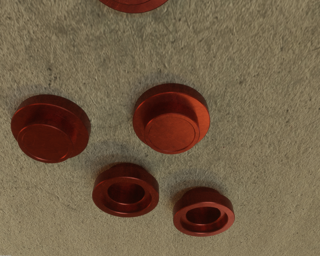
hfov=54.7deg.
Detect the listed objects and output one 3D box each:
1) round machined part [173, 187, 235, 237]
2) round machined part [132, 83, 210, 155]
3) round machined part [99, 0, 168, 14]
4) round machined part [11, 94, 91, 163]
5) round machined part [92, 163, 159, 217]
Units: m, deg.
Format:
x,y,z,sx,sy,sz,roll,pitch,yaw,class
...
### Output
x,y,z,sx,sy,sz,roll,pitch,yaw,class
0.070,0.135,0.511,0.099,0.042,0.097,0,130,0,round machined part
0.014,-0.004,0.392,0.099,0.042,0.097,0,130,0,round machined part
-0.025,-0.148,0.270,0.099,0.042,0.097,0,130,0,round machined part
-0.143,0.008,0.401,0.099,0.042,0.097,0,130,0,round machined part
-0.051,0.091,0.473,0.099,0.042,0.097,0,130,0,round machined part
